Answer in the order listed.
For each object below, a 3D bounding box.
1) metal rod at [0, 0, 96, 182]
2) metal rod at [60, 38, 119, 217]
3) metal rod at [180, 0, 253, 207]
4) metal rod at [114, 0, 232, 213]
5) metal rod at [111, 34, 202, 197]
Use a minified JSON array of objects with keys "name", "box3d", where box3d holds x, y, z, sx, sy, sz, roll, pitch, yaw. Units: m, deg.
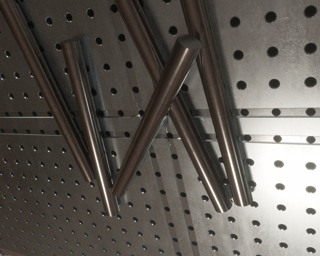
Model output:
[{"name":"metal rod","box3d":[-0.160,-0.047,0.463,0.025,0.025,0.298,-6,116,30]},{"name":"metal rod","box3d":[-0.100,0.017,0.472,0.025,0.025,0.298,7,122,24]},{"name":"metal rod","box3d":[0.066,-0.034,0.354,0.025,0.025,0.298,-5,116,30]},{"name":"metal rod","box3d":[0.025,-0.018,0.386,0.025,0.025,0.299,-15,111,34]},{"name":"metal rod","box3d":[-0.020,0.010,0.402,0.025,0.025,0.298,33,136,6]}]
